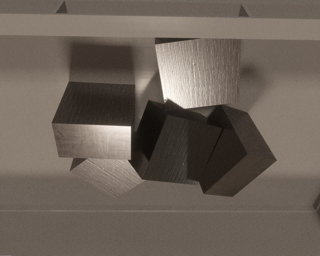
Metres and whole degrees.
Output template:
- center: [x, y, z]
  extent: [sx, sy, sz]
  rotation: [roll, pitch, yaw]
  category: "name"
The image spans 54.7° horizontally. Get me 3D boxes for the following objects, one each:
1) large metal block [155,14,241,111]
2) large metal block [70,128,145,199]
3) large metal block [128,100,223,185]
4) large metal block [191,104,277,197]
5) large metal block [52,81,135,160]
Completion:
- center: [0.041, -0.069, 0.334]
  extent: [0.080, 0.050, 0.080]
  rotation: [-6, 130, 5]
  category: "large metal block"
- center: [-0.062, 0.043, 0.428]
  extent: [0.080, 0.050, 0.080]
  rotation: [-35, 123, 25]
  category: "large metal block"
- center: [0.017, 0.019, 0.378]
  extent: [0.081, 0.050, 0.079]
  rotation: [12, 107, -32]
  category: "large metal block"
- center: [0.085, 0.030, 0.393]
  extent: [0.050, 0.080, 0.080]
  rotation: [14, 131, -32]
  category: "large metal block"
- center: [-0.072, -0.010, 0.363]
  extent: [0.081, 0.080, 0.050]
  rotation: [2, 130, -3]
  category: "large metal block"
